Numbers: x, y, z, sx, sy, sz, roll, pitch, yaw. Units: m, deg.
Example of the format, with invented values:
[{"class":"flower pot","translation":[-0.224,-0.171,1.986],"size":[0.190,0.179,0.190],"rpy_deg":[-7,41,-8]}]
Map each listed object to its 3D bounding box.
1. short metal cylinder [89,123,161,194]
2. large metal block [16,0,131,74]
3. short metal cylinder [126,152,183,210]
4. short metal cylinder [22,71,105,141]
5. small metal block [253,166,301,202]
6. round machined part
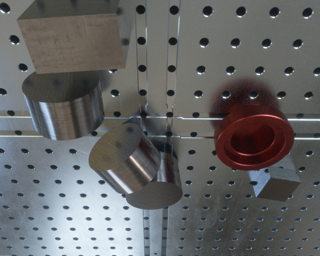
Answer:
[{"class":"short metal cylinder","translation":[-0.046,0.039,0.408],"size":[0.080,0.080,0.050],"rpy_deg":[-22,127,18]},{"class":"large metal block","translation":[-0.073,-0.096,0.293],"size":[0.080,0.080,0.050],"rpy_deg":[-3,130,2]},{"class":"short metal cylinder","translation":[-0.010,0.078,0.453],"size":[0.081,0.050,0.080],"rpy_deg":[-4,139,-3]},{"class":"short metal cylinder","translation":[-0.106,-0.031,0.348],"size":[0.081,0.080,0.050],"rpy_deg":[0,130,-1]},{"class":"small metal block","translation":[0.183,0.088,0.488],"size":[0.050,0.025,0.050],"rpy_deg":[10,130,-9]},{"class":"round machined part","translation":[0.120,0.008,0.409],"size":[0.099,0.042,0.097],"rpy_deg":[0,130,0]}]
